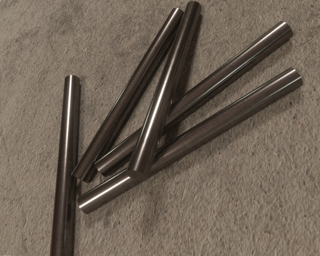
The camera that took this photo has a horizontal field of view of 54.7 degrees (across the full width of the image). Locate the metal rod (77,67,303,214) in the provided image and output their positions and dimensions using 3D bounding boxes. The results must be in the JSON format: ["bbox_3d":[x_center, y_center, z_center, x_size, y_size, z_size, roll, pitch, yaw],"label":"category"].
[{"bbox_3d":[0.030,0.019,0.375,0.300,0.025,0.025,-32,52,7],"label":"metal rod"}]

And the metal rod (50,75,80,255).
[{"bbox_3d":[-0.134,0.041,0.446,0.025,0.025,0.299,-19,54,17],"label":"metal rod"}]

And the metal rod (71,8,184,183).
[{"bbox_3d":[-0.039,-0.058,0.457,0.025,0.025,0.300,17,70,34],"label":"metal rod"}]

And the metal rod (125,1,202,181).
[{"bbox_3d":[0.014,-0.070,0.413,0.025,0.025,0.300,-1,54,27],"label":"metal rod"}]

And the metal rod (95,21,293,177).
[{"bbox_3d":[0.042,-0.036,0.402,0.300,0.025,0.025,-37,51,2],"label":"metal rod"}]
